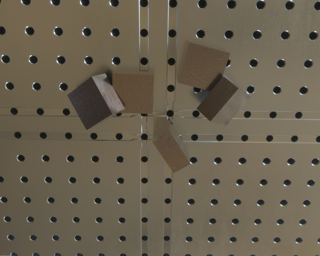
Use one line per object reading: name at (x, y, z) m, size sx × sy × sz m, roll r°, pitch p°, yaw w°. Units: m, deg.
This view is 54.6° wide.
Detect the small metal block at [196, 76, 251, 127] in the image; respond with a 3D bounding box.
small metal block at (0.081, -0.032, 0.387) m, size 0.050 × 0.050 × 0.025 m, roll -51°, pitch 61°, yaw 16°

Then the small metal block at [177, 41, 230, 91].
small metal block at (0.053, -0.076, 0.386) m, size 0.050 × 0.025 × 0.050 m, roll 14°, pitch 110°, yaw -5°

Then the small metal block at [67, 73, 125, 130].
small metal block at (-0.080, -0.032, 0.384) m, size 0.050 × 0.025 × 0.050 m, roll -27°, pitch 92°, yaw 34°

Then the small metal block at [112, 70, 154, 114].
small metal block at (-0.034, -0.046, 0.396) m, size 0.050 × 0.025 × 0.050 m, roll 2°, pitch 110°, yaw -1°

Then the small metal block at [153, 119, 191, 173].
small metal block at (0.015, 0.023, 0.409) m, size 0.025 × 0.050 × 0.050 m, roll -30°, pitch 108°, yaw 10°
